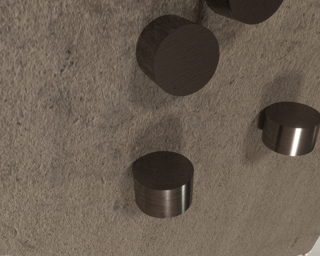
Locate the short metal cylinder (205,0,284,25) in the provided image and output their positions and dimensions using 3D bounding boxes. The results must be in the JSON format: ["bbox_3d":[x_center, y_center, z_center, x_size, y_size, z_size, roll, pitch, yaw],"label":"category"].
[{"bbox_3d":[0.095,-0.161,0.344,0.081,0.050,0.079,-14,125,-21],"label":"short metal cylinder"}]

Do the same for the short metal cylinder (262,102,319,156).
[{"bbox_3d":[0.204,0.000,0.486,0.081,0.080,0.050,-16,125,-20],"label":"short metal cylinder"}]

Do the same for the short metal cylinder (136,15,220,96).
[{"bbox_3d":[0.020,-0.083,0.352,0.081,0.050,0.079,-14,125,-21],"label":"short metal cylinder"}]

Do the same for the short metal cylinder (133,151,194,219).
[{"bbox_3d":[0.005,0.075,0.422,0.081,0.080,0.050,-15,125,-21],"label":"short metal cylinder"}]
